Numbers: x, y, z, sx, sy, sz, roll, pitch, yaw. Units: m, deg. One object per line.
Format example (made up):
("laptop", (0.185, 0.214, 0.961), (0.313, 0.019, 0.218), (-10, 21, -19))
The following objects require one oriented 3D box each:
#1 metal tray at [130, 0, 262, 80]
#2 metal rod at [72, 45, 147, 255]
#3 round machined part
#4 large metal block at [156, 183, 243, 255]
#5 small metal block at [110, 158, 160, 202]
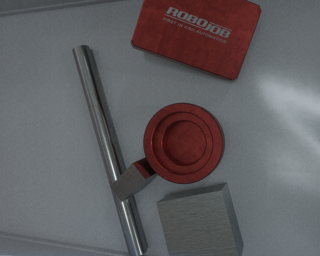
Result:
("metal tray", (0.041, -0.118, 0.362), (0.131, 0.030, 0.089), (17, 97, -10))
("metal rod", (-0.072, 0.028, 0.434), (0.025, 0.025, 0.299), (-19, 84, 19))
("round machined part", (0.032, 0.018, 0.389), (0.098, 0.042, 0.097), (0, 90, 19))
("large metal block", (0.050, 0.118, 0.379), (0.080, 0.050, 0.080), (-15, 85, 19))
("small metal block", (-0.028, 0.064, 0.401), (0.025, 0.050, 0.050), (50, 117, 13))
